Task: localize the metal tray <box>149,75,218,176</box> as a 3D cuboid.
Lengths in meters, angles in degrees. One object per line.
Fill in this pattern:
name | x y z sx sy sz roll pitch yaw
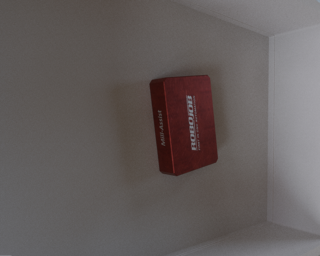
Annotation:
metal tray | 0.036 -0.007 0.436 0.091 0.030 0.129 -11 97 -40
